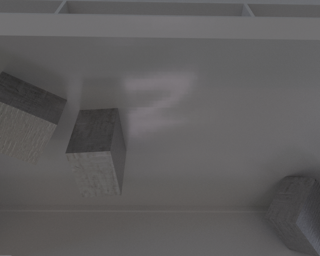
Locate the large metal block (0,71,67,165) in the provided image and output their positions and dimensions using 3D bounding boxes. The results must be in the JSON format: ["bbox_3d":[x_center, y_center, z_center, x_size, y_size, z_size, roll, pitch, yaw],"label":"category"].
[{"bbox_3d":[-0.173,-0.009,0.383,0.080,0.050,0.080,25,126,-20],"label":"large metal block"}]

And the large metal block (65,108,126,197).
[{"bbox_3d":[-0.077,0.031,0.399,0.050,0.080,0.080,-3,130,3],"label":"large metal block"}]

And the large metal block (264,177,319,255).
[{"bbox_3d":[0.215,0.131,0.468,0.080,0.080,0.050,51,150,-20],"label":"large metal block"}]

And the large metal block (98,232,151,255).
[{"bbox_3d":[-0.069,0.256,0.612,0.080,0.050,0.080,-11,129,9],"label":"large metal block"}]
